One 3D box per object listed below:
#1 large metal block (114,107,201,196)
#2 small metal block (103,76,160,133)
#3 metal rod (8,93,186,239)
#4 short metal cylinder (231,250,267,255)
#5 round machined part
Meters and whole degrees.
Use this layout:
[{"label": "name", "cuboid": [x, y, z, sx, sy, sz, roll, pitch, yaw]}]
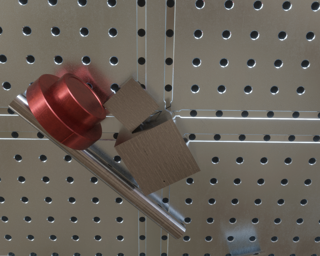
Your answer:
[{"label": "large metal block", "cuboid": [-0.002, 0.030, 0.411, 0.080, 0.050, 0.080, -26, 108, 9]}, {"label": "small metal block", "cuboid": [-0.037, -0.031, 0.399, 0.050, 0.025, 0.050, -43, 105, 7]}, {"label": "metal rod", "cuboid": [-0.078, 0.061, 0.434, 0.300, 0.025, 0.025, 42, 105, -14]}, {"label": "short metal cylinder", "cuboid": [0.144, 0.233, 0.472, 0.050, 0.080, 0.080, -13, 110, 4]}, {"label": "round machined part", "cuboid": [-0.102, -0.025, 0.364, 0.042, 0.098, 0.098, -37, 106, 13]}]
